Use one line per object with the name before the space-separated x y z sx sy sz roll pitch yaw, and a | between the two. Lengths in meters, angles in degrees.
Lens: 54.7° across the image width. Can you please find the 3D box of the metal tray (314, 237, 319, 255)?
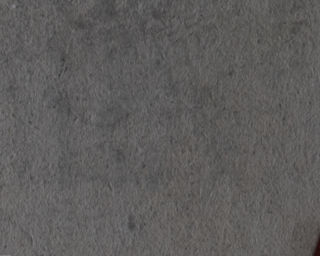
metal tray | 0.275 0.189 0.411 0.131 0.030 0.090 18 90 -1
